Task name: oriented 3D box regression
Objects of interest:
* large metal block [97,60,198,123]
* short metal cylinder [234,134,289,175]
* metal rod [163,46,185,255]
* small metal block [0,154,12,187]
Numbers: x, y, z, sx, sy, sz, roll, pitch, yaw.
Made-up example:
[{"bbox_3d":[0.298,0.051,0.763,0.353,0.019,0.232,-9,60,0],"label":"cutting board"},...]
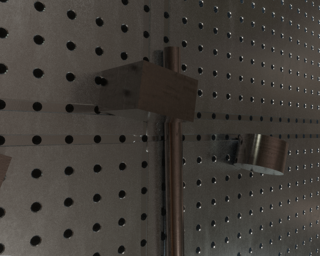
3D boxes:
[{"bbox_3d":[-0.015,-0.038,0.363,0.081,0.080,0.050,12,83,-40],"label":"large metal block"},{"bbox_3d":[0.169,0.045,0.518,0.080,0.080,0.050,23,76,-38],"label":"short metal cylinder"},{"bbox_3d":[0.019,0.040,0.427,0.025,0.025,0.298,-2,91,-40],"label":"metal rod"},{"bbox_3d":[-0.167,0.042,0.270,0.050,0.025,0.050,25,74,-38],"label":"small metal block"}]
